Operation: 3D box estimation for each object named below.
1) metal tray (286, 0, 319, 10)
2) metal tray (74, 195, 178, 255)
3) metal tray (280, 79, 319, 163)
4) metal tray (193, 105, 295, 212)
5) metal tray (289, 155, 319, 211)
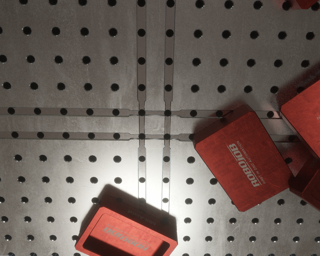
[{"bbox_3d":[0.155,-0.209,0.335,0.090,0.030,0.130,-38,106,12],"label":"metal tray"},{"bbox_3d":[-0.050,0.169,0.472,0.131,0.030,0.090,29,107,-11],"label":"metal tray"},{"bbox_3d":[0.229,-0.025,0.379,0.130,0.030,0.090,-36,69,12],"label":"metal tray"},{"bbox_3d":[0.116,0.044,0.429,0.090,0.030,0.130,-33,107,11],"label":"metal tray"},{"bbox_3d":[0.248,0.056,0.416,0.090,0.030,0.130,35,90,-13],"label":"metal tray"}]
